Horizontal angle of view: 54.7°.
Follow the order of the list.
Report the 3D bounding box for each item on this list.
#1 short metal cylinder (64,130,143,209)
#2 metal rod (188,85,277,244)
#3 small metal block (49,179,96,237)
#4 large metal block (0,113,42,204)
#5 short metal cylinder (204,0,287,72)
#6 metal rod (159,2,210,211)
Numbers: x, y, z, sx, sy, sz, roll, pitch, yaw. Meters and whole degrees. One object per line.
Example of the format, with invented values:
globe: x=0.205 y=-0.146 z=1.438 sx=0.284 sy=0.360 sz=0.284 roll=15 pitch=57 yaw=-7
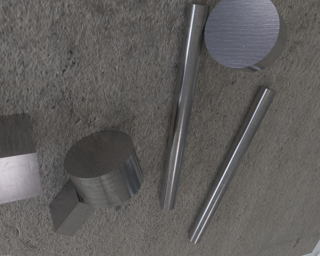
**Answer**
short metal cylinder: x=-0.064 y=0.047 z=0.365 sx=0.081 sy=0.080 sz=0.050 roll=-24 pitch=127 yaw=-14
metal rod: x=0.112 y=0.072 z=0.512 sx=0.025 sy=0.025 sz=0.298 roll=7 pitch=115 yaw=-32
small metal block: x=-0.111 y=0.099 z=0.391 sx=0.025 sy=0.050 sz=0.050 roll=32 pitch=101 yaw=-38
large metal block: x=-0.164 y=0.030 z=0.300 sx=0.081 sy=0.080 sz=0.050 roll=-9 pitch=122 yaw=-24
short metal cylinder: x=0.097 y=-0.106 z=0.350 sx=0.050 sy=0.080 sz=0.080 roll=-8 pitch=127 yaw=-60
metal rod: x=0.027 y=-0.009 z=0.416 sx=0.025 sy=0.025 sz=0.298 roll=-8 pitch=122 yaw=-25
